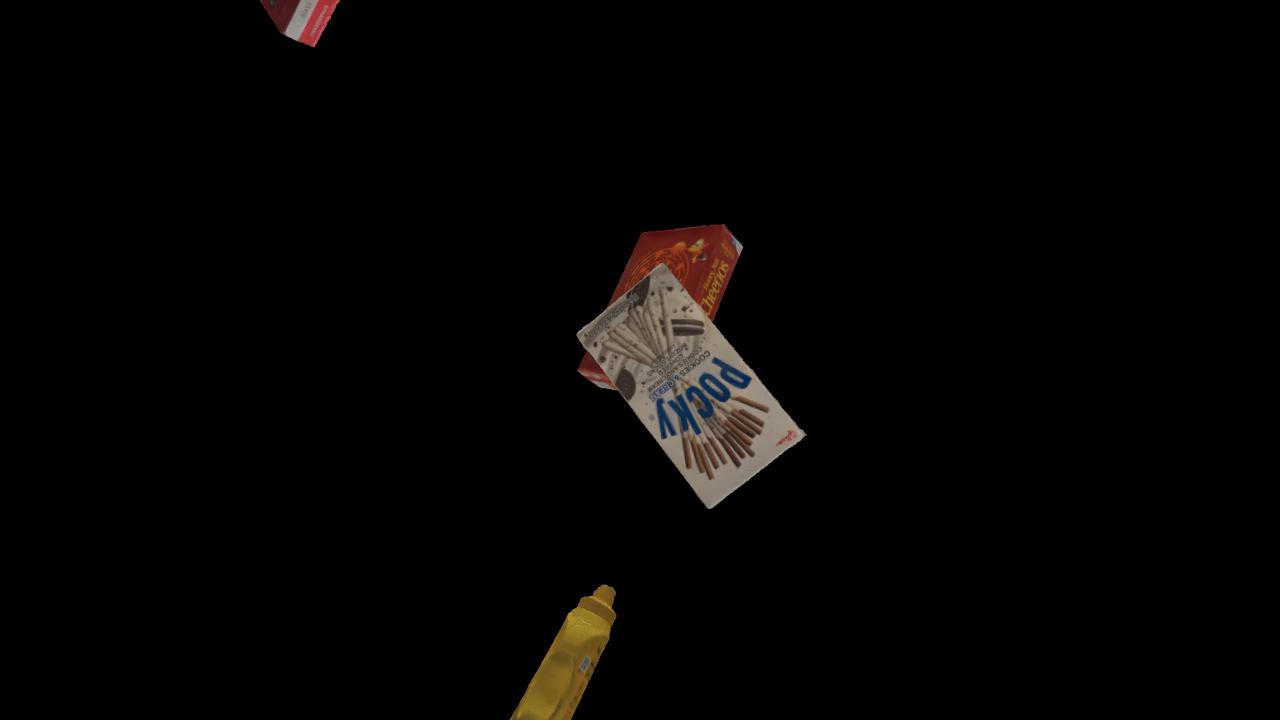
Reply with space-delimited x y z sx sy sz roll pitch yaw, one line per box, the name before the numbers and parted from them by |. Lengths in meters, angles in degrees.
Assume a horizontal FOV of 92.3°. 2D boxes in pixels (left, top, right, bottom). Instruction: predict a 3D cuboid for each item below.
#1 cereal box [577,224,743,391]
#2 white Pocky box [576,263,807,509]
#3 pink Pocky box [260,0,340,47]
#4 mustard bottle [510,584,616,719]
cereal box | 0.035 -0.089 1.073 0.203 0.306 0.081 6 -25 45
white Pocky box | 0.033 0.017 0.428 0.084 0.154 0.028 -39 -11 7
pink Pocky box | -0.260 -0.313 0.444 0.084 0.155 0.029 -43 -17 24
mustard bottle | -0.073 0.313 0.620 0.054 0.184 0.092 18 -36 21
